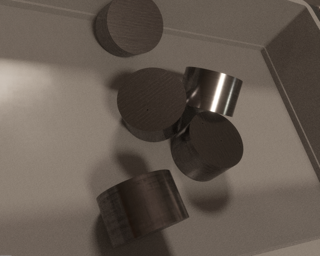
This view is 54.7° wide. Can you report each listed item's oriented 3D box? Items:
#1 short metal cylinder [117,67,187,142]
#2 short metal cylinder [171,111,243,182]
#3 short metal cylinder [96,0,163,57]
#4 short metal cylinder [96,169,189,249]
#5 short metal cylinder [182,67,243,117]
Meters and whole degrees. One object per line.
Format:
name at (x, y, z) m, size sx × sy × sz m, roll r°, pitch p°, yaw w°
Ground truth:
short metal cylinder at (-0.009, -0.027, 0.381) m, size 0.080 × 0.050 × 0.080 m, roll -1°, pitch 73°, yaw 2°
short metal cylinder at (0.062, 0.025, 0.410) m, size 0.081 × 0.050 × 0.080 m, roll 14°, pitch 56°, yaw -21°
short metal cylinder at (-0.043, -0.141, 0.431) m, size 0.081 × 0.050 × 0.079 m, roll -4°, pitch 98°, yaw -27°
short metal cylinder at (-0.017, 0.082, 0.312) m, size 0.081 × 0.080 × 0.050 m, roll -10°, pitch 67°, yaw -33°
short metal cylinder at (0.068, -0.050, 0.431) m, size 0.081 × 0.080 × 0.050 m, roll 13°, pitch 95°, yaw -21°
